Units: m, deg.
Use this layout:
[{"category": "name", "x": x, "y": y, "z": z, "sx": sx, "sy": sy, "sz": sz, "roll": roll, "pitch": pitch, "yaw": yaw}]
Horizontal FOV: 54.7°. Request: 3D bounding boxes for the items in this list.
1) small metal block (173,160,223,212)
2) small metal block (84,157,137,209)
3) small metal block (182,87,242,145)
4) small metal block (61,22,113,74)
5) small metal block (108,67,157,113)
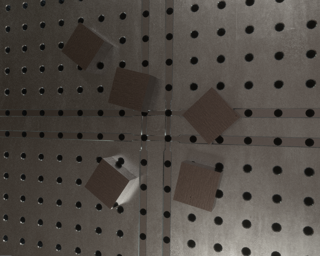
[{"category": "small metal block", "x": 0.049, "y": 0.073, "z": 0.395, "sx": 0.050, "sy": 0.025, "sz": 0.050, "roll": 14, "pitch": 95, "yaw": 19}, {"category": "small metal block", "x": -0.069, "y": 0.076, "z": 0.436, "sx": 0.050, "sy": 0.025, "sz": 0.050, "roll": 36, "pitch": 101, "yaw": 16}, {"category": "small metal block", "x": 0.066, "y": -0.015, "z": 0.389, "sx": 0.050, "sy": 0.025, "sz": 0.050, "roll": -44, "pitch": 77, "yaw": 14}, {"category": "small metal block", "x": -0.105, "y": -0.115, "z": 0.448, "sx": 0.050, "sy": 0.025, "sz": 0.050, "roll": 40, "pitch": 102, "yaw": 15}, {"category": "small metal block", "x": -0.038, "y": -0.052, "z": 0.425, "sx": 0.050, "sy": 0.025, "sz": 0.050, "roll": 16, "pitch": 95, "yaw": 19}]
